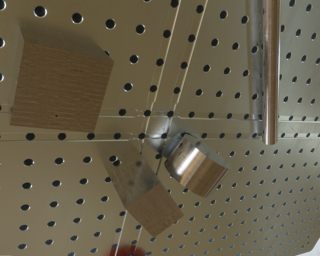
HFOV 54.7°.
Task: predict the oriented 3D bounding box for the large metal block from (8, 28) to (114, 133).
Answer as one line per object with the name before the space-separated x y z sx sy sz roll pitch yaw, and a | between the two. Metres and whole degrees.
large metal block | -0.102 -0.045 0.311 0.081 0.050 0.079 7 115 -31

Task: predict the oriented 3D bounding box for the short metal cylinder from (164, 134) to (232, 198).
short metal cylinder | 0.053 0.052 0.437 0.080 0.080 0.050 27 104 -37

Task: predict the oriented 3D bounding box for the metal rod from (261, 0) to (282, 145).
metal rod | 0.156 -0.096 0.436 0.025 0.025 0.298 -25 128 -13

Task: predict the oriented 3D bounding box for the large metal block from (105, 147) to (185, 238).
large metal block | -0.021 0.086 0.417 0.050 0.080 0.080 -36 129 -5
